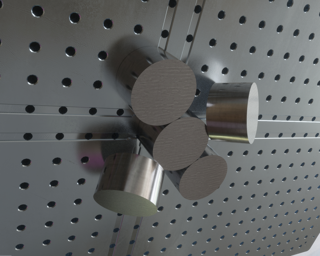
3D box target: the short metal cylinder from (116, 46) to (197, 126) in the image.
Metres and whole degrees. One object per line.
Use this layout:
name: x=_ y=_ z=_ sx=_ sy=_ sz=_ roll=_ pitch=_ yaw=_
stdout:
short metal cylinder: x=-0.005 y=-0.050 z=0.363 sx=0.081 sy=0.050 sz=0.079 roll=-14 pitch=125 yaw=-21

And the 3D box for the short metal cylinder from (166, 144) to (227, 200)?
short metal cylinder: x=0.052 y=0.060 z=0.463 sx=0.081 sy=0.050 sz=0.079 roll=-14 pitch=125 yaw=-21

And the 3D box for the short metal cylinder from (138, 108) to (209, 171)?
short metal cylinder: x=0.017 y=0.010 z=0.412 sx=0.081 sy=0.050 sz=0.079 roll=-14 pitch=125 yaw=-21

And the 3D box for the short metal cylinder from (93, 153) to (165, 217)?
short metal cylinder: x=-0.038 y=0.074 z=0.394 sx=0.080 sy=0.050 sz=0.080 roll=8 pitch=145 yaw=6

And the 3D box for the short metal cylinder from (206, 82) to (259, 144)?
short metal cylinder: x=0.098 y=-0.020 z=0.412 sx=0.080 sy=0.050 sz=0.079 roll=-14 pitch=106 yaw=-62
